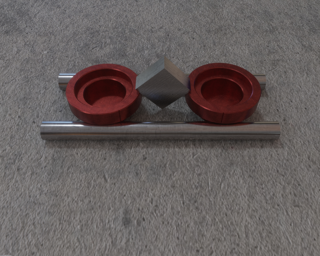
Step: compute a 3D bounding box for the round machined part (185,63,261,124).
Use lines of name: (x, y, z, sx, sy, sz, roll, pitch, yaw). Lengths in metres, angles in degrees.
round machined part: (0.083, -0.042, 0.423, 0.099, 0.042, 0.098, 0, 50, 0)

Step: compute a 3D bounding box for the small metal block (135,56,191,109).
small metal block: (0.004, -0.058, 0.403, 0.050, 0.050, 0.025, -31, 40, 31)

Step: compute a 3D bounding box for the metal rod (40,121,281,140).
metal rod: (0.001, 0.003, 0.401, 0.302, 0.025, 0.025, 0, 50, 0)

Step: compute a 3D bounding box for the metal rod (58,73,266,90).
metal rod: (0.004, -0.069, 0.462, 0.302, 0.025, 0.025, 0, 50, 0)

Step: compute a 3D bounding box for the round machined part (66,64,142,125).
round machined part: (-0.074, -0.040, 0.421, 0.099, 0.042, 0.098, 0, 50, 0)
